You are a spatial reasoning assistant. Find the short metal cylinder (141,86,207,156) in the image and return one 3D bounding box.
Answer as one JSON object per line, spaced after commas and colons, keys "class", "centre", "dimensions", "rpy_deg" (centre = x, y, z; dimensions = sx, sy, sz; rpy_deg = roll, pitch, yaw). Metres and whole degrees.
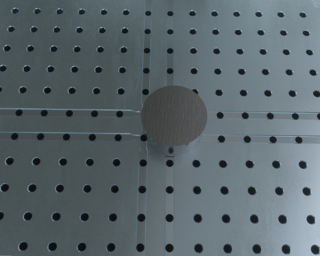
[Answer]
{"class": "short metal cylinder", "centre": [0.018, -0.008, 0.401], "dimensions": [0.081, 0.050, 0.080], "rpy_deg": [0, 70, 0]}
